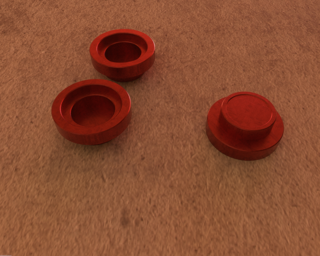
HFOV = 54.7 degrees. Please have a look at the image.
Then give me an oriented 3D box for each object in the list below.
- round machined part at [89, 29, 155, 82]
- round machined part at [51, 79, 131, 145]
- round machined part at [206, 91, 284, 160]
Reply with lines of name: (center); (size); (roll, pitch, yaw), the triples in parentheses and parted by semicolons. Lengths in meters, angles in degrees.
round machined part: (-0.057, -0.109, 0.483); (0.099, 0.042, 0.098); (0, 50, 0)
round machined part: (-0.086, -0.016, 0.405); (0.099, 0.042, 0.098); (0, 50, 0)
round machined part: (0.111, -0.010, 0.402); (0.099, 0.042, 0.098); (0, 50, 0)
